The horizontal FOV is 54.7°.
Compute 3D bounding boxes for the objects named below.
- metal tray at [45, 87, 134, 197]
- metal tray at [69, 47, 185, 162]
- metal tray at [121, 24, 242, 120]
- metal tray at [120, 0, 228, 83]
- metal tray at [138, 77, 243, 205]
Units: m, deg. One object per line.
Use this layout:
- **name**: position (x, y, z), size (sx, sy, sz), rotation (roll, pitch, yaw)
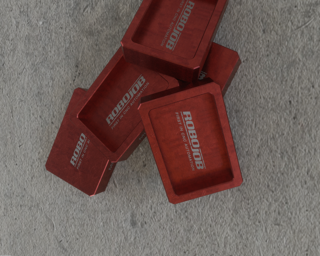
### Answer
- **metal tray**: position (-0.100, 0.019, 0.441), size (0.090, 0.030, 0.129), rotation (26, 98, 17)
- **metal tray**: position (-0.043, -0.032, 0.390), size (0.090, 0.030, 0.130), rotation (43, 103, 14)
- **metal tray**: position (0.025, -0.076, 0.398), size (0.130, 0.030, 0.090), rotation (28, 99, 17)
- **metal tray**: position (0.021, -0.125, 0.363), size (0.090, 0.030, 0.130), rotation (20, 69, 8)
- **metal tray**: position (0.036, 0.017, 0.358), size (0.090, 0.030, 0.129), rotation (-17, 109, 2)
